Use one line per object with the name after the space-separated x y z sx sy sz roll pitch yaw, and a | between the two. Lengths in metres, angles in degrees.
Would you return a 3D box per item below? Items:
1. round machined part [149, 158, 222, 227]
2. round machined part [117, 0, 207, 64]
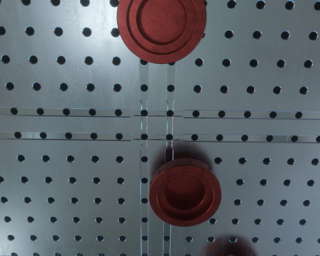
0.034 0.086 0.436 0.099 0.042 0.097 0 110 0 | round machined part
0.002 -0.126 0.358 0.099 0.042 0.097 0 110 0 | round machined part
